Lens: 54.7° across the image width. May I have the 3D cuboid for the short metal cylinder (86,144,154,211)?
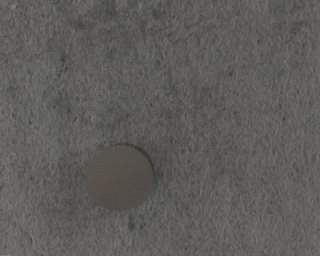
[{"bbox_3d":[-0.048,0.060,0.397,0.081,0.050,0.079,0,90,-1],"label":"short metal cylinder"}]
